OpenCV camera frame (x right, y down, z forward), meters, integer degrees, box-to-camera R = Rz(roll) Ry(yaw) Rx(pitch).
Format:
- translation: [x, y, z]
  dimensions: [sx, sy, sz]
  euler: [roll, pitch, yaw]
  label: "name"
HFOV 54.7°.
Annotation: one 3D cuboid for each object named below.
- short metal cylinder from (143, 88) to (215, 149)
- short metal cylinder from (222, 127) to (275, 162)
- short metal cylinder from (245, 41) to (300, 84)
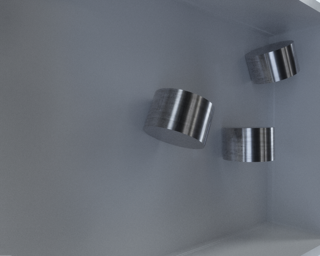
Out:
- translation: [0.024, -0.010, 0.393]
  dimensions: [0.080, 0.080, 0.050]
  euler: [28, 72, -37]
  label: "short metal cylinder"
- translation: [0.140, 0.024, 0.491]
  dimensions: [0.081, 0.080, 0.050]
  euler: [-2, 92, -40]
  label: "short metal cylinder"
- translation: [0.195, -0.114, 0.537]
  dimensions: [0.081, 0.080, 0.050]
  euler: [-33, 111, -35]
  label: "short metal cylinder"
